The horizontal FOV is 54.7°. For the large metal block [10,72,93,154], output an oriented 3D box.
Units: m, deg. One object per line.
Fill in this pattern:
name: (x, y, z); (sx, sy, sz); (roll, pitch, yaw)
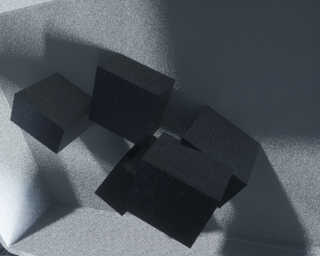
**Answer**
large metal block: (-0.145, -0.023, 0.435); (0.080, 0.080, 0.050); (36, 129, 4)

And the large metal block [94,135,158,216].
large metal block: (-0.034, 0.062, 0.430); (0.050, 0.080, 0.080); (40, 129, 1)

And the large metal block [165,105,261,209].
large metal block: (0.061, 0.030, 0.360); (0.080, 0.080, 0.050); (37, 129, 3)

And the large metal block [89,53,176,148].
large metal block: (-0.037, -0.035, 0.390); (0.080, 0.050, 0.079); (28, 128, 11)

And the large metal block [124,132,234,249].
large metal block: (0.017, 0.064, 0.319); (0.080, 0.050, 0.079); (28, 128, 10)
